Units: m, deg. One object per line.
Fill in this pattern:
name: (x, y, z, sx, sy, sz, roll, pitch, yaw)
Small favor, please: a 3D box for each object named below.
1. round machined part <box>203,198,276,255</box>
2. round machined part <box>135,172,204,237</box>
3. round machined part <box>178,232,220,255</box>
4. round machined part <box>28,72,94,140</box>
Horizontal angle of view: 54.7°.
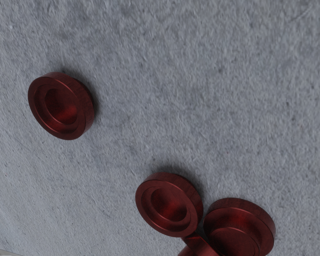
round machined part: (0.107, 0.149, 0.431, 0.098, 0.042, 0.097, 13, 124, 20)
round machined part: (0.017, 0.105, 0.447, 0.098, 0.042, 0.097, 13, 120, 24)
round machined part: (0.064, 0.194, 0.448, 0.098, 0.042, 0.098, 43, 169, 11)
round machined part: (-0.135, -0.034, 0.444, 0.098, 0.042, 0.097, 13, 124, 20)
